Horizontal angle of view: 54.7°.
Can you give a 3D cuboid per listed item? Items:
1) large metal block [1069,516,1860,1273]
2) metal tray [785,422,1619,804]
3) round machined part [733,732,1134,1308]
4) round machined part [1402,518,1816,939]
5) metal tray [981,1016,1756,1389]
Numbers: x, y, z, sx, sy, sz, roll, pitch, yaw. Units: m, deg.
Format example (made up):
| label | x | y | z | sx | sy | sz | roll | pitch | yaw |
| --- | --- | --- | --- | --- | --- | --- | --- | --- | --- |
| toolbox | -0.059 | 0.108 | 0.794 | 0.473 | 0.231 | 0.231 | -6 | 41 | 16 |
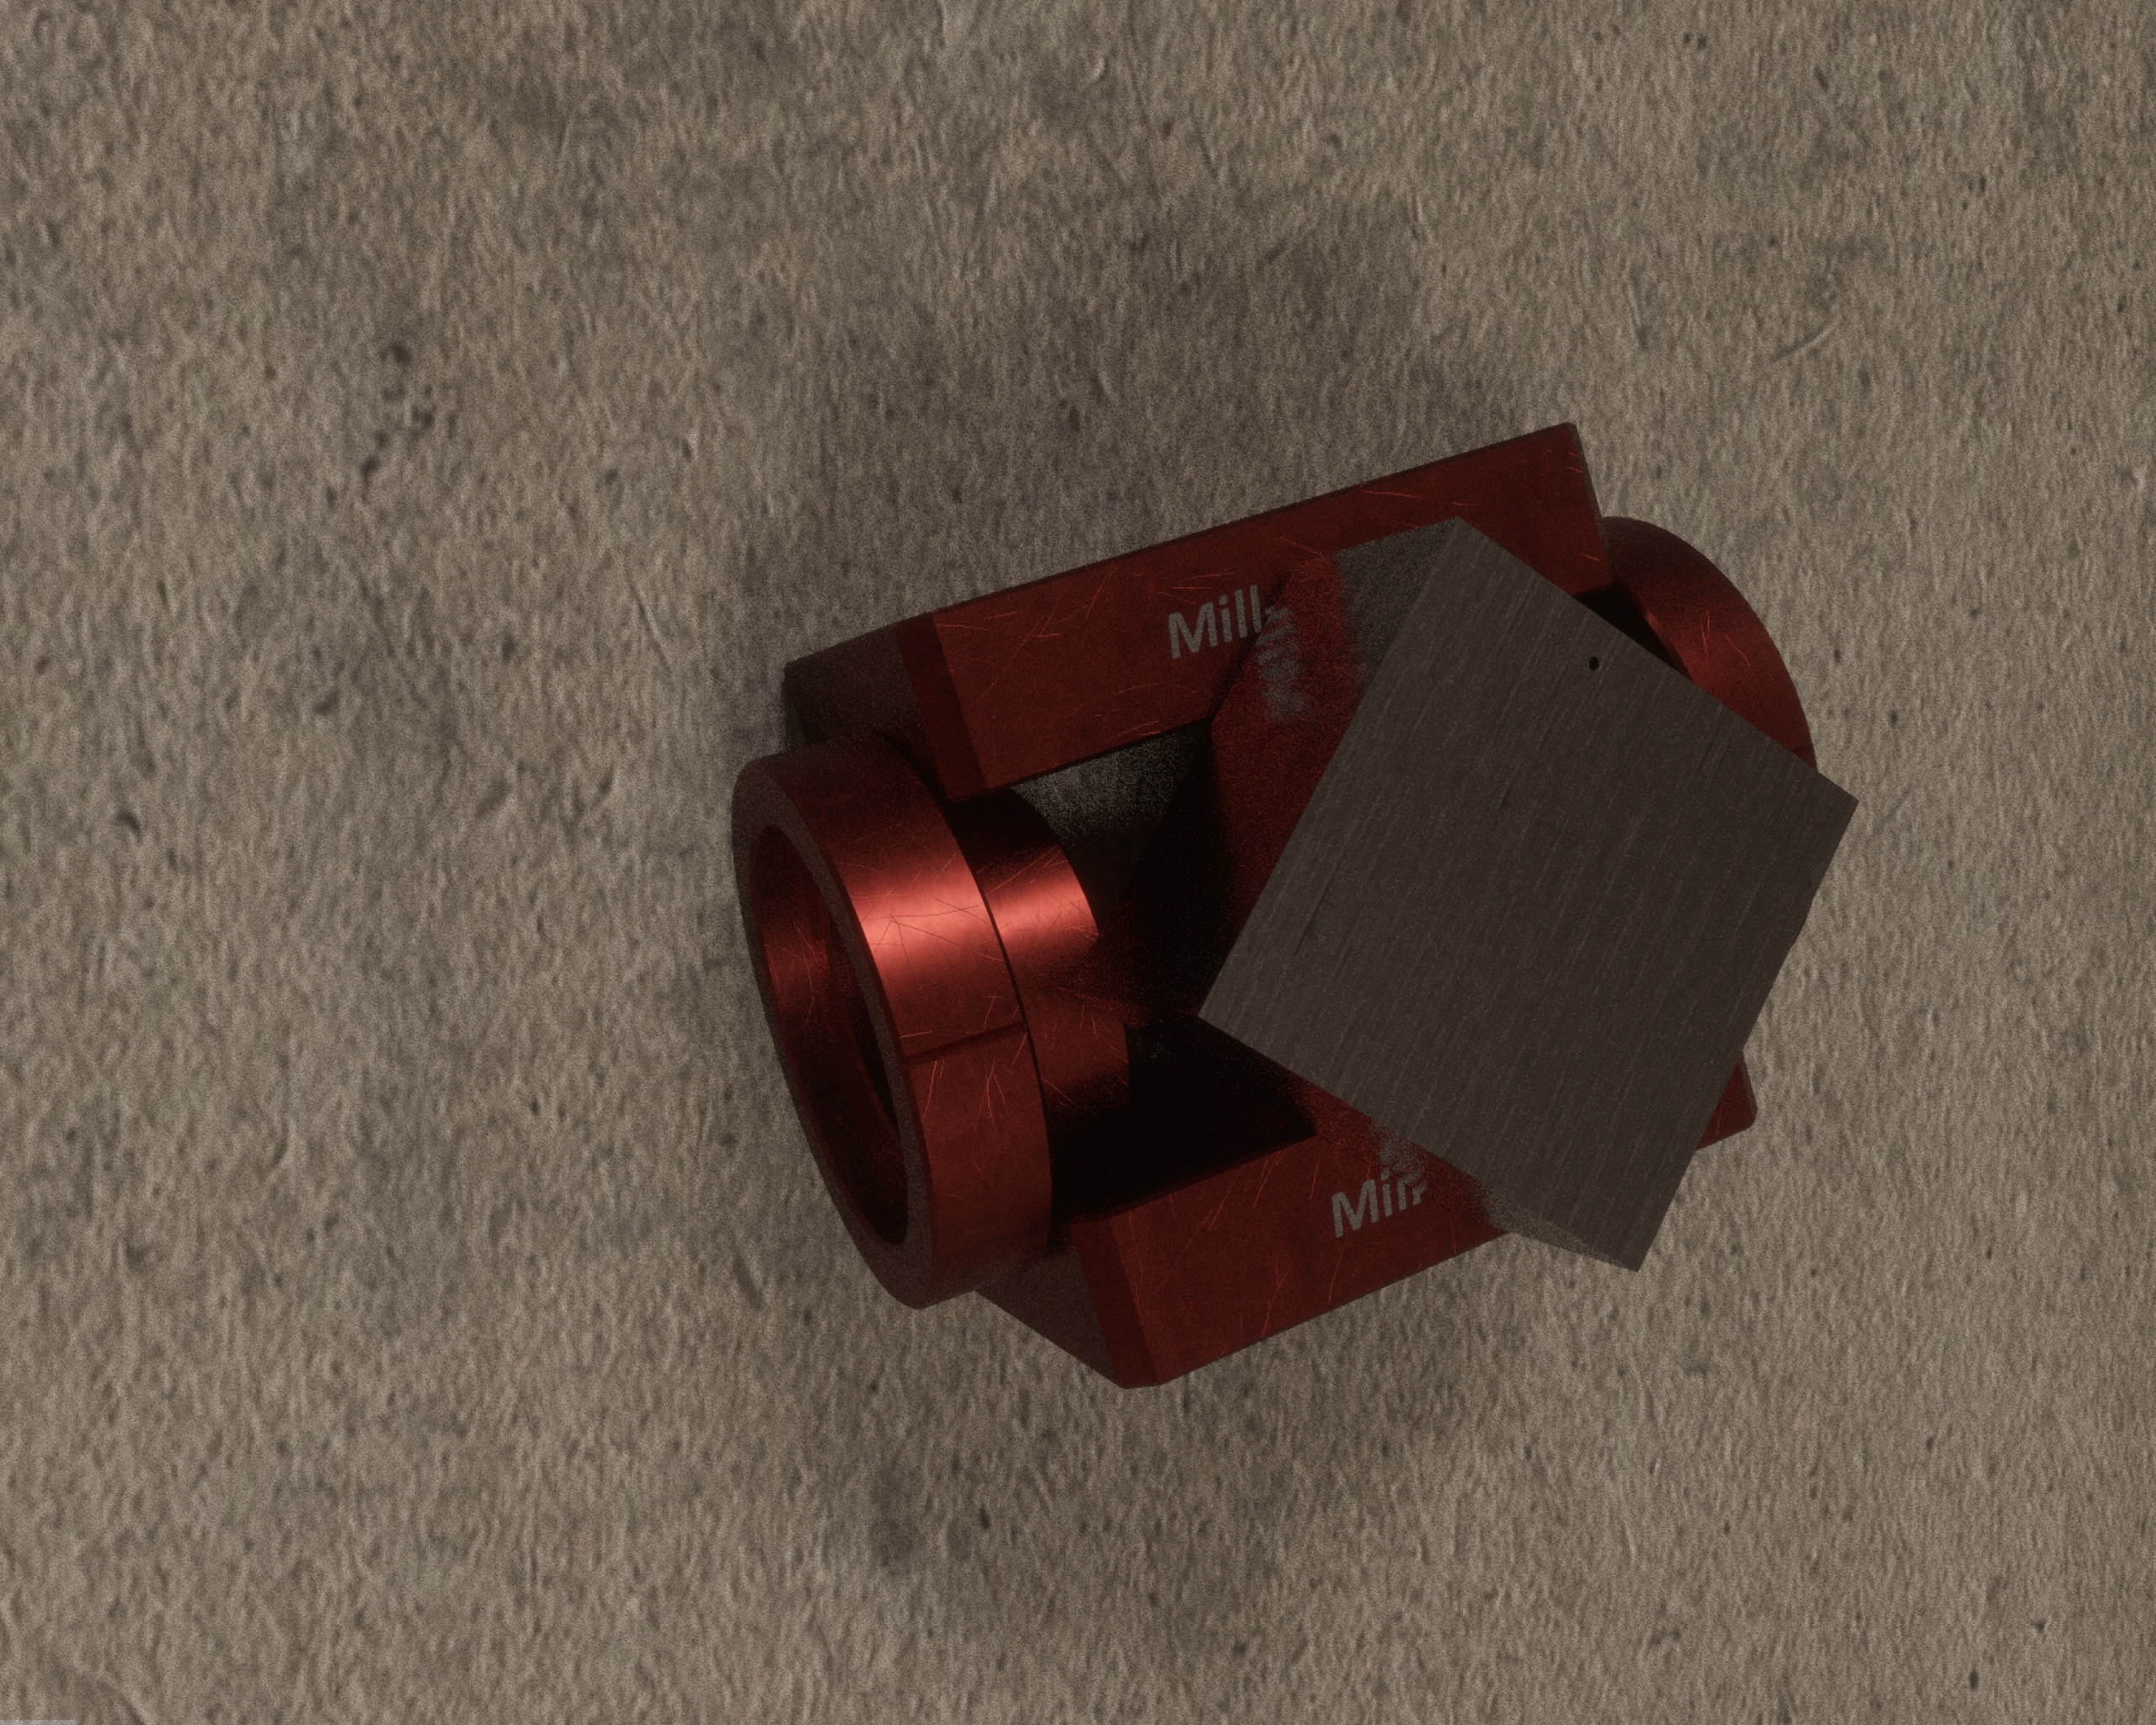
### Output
| label | x | y | z | sx | sy | sz | roll | pitch | yaw |
| --- | --- | --- | --- | --- | --- | --- | --- | --- | --- |
| large metal block | 0.059 | 0.005 | 0.322 | 0.080 | 0.050 | 0.080 | 31 | 80 | -18 |
| metal tray | 0.020 | -0.044 | 0.385 | 0.131 | 0.090 | 0.030 | -19 | 97 | -19 |
| round machined part | -0.024 | 0.024 | 0.363 | 0.042 | 0.098 | 0.097 | -17 | 96 | -20 |
| round machined part | 0.095 | -0.015 | 0.407 | 0.042 | 0.098 | 0.097 | -17 | 96 | -20 |
| metal tray | 0.047 | 0.051 | 0.393 | 0.131 | 0.090 | 0.030 | -19 | 97 | -19 |
